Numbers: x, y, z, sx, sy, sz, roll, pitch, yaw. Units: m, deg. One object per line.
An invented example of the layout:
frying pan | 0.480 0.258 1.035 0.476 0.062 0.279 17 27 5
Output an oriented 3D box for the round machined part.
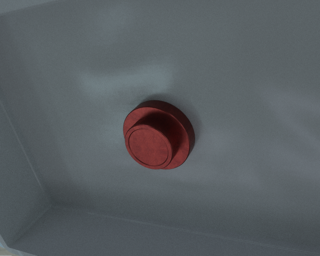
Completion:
round machined part | -0.007 0.016 0.411 0.098 0.042 0.097 13 124 21
